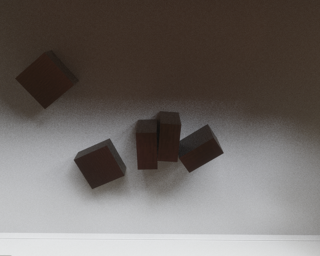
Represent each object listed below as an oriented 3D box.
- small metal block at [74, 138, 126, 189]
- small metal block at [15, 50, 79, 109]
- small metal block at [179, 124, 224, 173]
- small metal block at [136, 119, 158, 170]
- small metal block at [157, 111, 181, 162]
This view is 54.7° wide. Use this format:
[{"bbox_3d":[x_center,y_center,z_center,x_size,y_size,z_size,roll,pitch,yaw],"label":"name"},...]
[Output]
[{"bbox_3d":[-0.082,0.049,0.429,0.050,0.025,0.050,-24,109,8],"label":"small metal block"},{"bbox_3d":[-0.140,-0.061,0.388,0.050,0.025,0.050,-37,106,12],"label":"small metal block"},{"bbox_3d":[0.051,0.026,0.408,0.050,0.050,0.025,-32,107,11],"label":"small metal block"},{"bbox_3d":[-0.016,0.020,0.405,0.025,0.050,0.050,-1,110,1],"label":"small metal block"},{"bbox_3d":[0.011,0.010,0.402,0.025,0.050,0.050,4,110,-2],"label":"small metal block"}]
